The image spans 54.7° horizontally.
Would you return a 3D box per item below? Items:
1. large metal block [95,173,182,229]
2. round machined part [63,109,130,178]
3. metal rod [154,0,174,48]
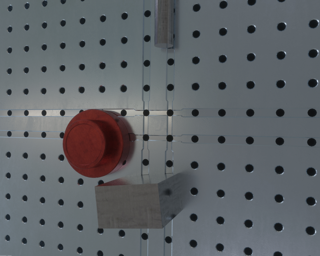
[{"bbox_3d":[-0.024,0.090,0.392,0.080,0.080,0.050,-6,88,20],"label":"large metal block"},{"bbox_3d":[-0.096,0.022,0.437,0.098,0.042,0.097,0,90,20],"label":"round machined part"},{"bbox_3d":[0.007,-0.258,0.410,0.025,0.025,0.298,1,90,20],"label":"metal rod"}]
